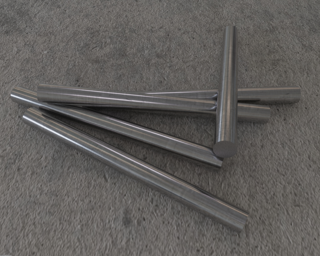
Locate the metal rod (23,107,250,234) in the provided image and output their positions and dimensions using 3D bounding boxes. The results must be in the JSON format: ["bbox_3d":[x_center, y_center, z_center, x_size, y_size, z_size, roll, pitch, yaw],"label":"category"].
[{"bbox_3d":[-0.043,0.041,0.368,0.301,0.025,0.025,24,54,18],"label":"metal rod"}]

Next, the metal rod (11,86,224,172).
[{"bbox_3d":[-0.064,-0.004,0.405,0.301,0.025,0.025,18,52,14],"label":"metal rod"}]

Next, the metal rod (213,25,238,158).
[{"bbox_3d":[0.096,-0.073,0.434,0.025,0.025,0.301,9,41,7],"label":"metal rod"}]

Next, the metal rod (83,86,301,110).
[{"bbox_3d":[0.045,-0.042,0.438,0.302,0.025,0.025,-2,50,-2],"label":"metal rod"}]

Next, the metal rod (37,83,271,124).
[{"bbox_3d":[-0.005,-0.032,0.411,0.302,0.025,0.025,5,50,-3],"label":"metal rod"}]
